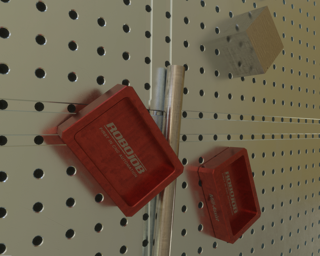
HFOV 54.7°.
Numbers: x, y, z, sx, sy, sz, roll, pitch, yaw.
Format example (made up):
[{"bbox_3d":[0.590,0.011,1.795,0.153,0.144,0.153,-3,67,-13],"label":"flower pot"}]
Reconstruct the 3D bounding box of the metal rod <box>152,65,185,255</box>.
[{"bbox_3d":[0.010,0.065,0.417,0.025,0.025,0.298,8,85,-40],"label":"metal rod"}]

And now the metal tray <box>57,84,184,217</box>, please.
[{"bbox_3d":[-0.040,0.026,0.355,0.090,0.030,0.130,-39,115,-14],"label":"metal tray"}]

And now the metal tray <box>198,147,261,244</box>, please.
[{"bbox_3d":[0.116,0.106,0.502,0.091,0.030,0.129,-26,107,-37],"label":"metal tray"}]

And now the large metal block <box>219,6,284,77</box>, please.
[{"bbox_3d":[0.157,-0.145,0.524,0.080,0.050,0.080,-49,119,-28],"label":"large metal block"}]
